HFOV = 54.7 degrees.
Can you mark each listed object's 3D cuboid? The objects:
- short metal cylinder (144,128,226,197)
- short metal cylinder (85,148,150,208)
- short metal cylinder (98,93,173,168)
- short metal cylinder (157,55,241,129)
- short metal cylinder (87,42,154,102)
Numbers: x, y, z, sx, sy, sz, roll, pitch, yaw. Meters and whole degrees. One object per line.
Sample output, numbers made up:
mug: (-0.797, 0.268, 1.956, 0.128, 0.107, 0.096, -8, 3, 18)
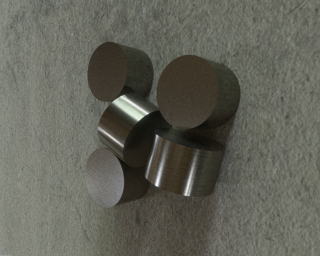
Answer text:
short metal cylinder: (0.027, 0.036, 0.345, 0.080, 0.081, 0.050, 22, 104, 37)
short metal cylinder: (-0.059, 0.066, 0.434, 0.080, 0.050, 0.079, 2, 92, 40)
short metal cylinder: (-0.030, 0.003, 0.392, 0.050, 0.081, 0.079, 34, 111, 34)
short metal cylinder: (0.043, -0.039, 0.352, 0.080, 0.050, 0.079, 0, 90, 39)
short metal cylinder: (-0.056, -0.075, 0.432, 0.080, 0.050, 0.079, 0, 90, 39)
